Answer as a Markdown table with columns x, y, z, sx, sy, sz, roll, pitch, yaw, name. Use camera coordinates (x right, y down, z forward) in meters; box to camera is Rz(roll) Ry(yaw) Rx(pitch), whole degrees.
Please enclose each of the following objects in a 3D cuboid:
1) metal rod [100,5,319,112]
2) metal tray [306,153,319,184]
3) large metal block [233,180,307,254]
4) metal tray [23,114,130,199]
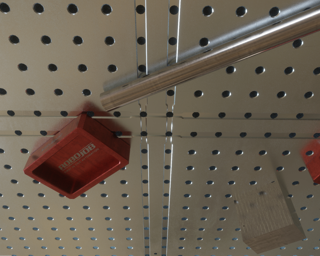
| x | y | z | sx | sy | sz | roll | pitch | yaw | name |
| --- | --- | --- | --- | --- | --- | --- | --- | --- | --- |
| 0.069 | -0.080 | 0.344 | 0.301 | 0.025 | 0.025 | -19 | 128 | 15 | metal rod |
| 0.291 | 0.038 | 0.443 | 0.091 | 0.030 | 0.129 | 17 | 128 | -14 | metal tray |
| 0.174 | 0.144 | 0.500 | 0.080 | 0.080 | 0.050 | -30 | 124 | 23 | large metal block |
| -0.119 | 0.046 | 0.445 | 0.130 | 0.030 | 0.090 | -34 | 123 | 25 | metal tray |
